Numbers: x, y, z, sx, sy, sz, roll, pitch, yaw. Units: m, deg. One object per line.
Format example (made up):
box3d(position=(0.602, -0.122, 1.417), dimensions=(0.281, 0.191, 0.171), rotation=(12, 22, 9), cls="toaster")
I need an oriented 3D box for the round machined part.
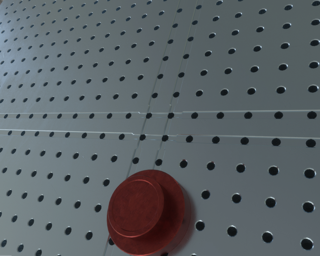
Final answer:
box3d(position=(-0.019, 0.092, 0.349), dimensions=(0.098, 0.042, 0.098), rotation=(-13, 56, 20), cls="round machined part")
